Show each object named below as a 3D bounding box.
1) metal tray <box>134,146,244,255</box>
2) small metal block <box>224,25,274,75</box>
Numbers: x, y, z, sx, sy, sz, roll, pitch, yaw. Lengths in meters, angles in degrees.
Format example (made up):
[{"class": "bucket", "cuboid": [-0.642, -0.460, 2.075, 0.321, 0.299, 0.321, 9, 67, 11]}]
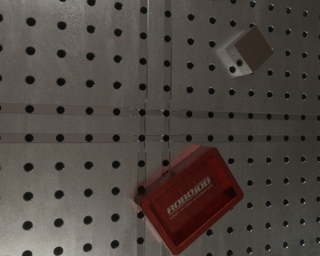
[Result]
[{"class": "metal tray", "cuboid": [0.043, 0.096, 0.427, 0.131, 0.030, 0.090, -35, 102, -17]}, {"class": "small metal block", "cuboid": [0.134, -0.116, 0.464, 0.050, 0.025, 0.050, -43, 104, -15]}]
